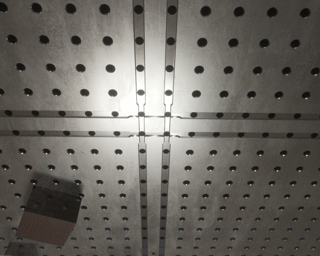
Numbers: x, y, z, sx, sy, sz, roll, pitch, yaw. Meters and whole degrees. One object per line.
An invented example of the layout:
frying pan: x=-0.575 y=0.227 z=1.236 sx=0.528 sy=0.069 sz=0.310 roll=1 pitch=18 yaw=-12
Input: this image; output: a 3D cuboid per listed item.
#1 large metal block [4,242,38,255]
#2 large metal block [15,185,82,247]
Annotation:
large metal block: x=-0.281 y=0.285 z=0.615 sx=0.050 sy=0.080 sz=0.079 roll=6 pitch=130 yaw=-6
large metal block: x=-0.186 y=0.149 z=0.519 sx=0.080 sy=0.050 sz=0.079 roll=20 pitch=127 yaw=-17
